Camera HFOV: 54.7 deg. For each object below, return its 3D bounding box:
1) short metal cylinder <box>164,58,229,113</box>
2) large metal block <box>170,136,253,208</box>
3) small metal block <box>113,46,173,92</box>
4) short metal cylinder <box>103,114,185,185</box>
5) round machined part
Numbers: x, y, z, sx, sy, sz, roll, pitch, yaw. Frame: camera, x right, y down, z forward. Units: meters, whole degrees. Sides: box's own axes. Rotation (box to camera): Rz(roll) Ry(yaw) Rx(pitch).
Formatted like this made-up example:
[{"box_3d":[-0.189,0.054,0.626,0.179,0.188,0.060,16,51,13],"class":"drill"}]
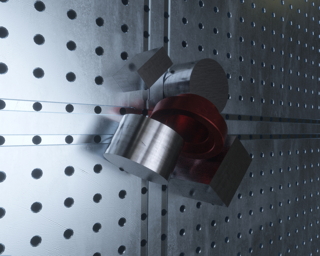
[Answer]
[{"box_3d":[0.052,-0.054,0.438,0.081,0.050,0.079,0,90,-40],"class":"short metal cylinder"},{"box_3d":[0.068,0.056,0.434,0.050,0.080,0.080,51,60,-28],"class":"large metal block"},{"box_3d":[-0.021,-0.070,0.377,0.050,0.050,0.025,-50,120,-29],"class":"small metal block"},{"box_3d":[-0.018,0.026,0.360,0.080,0.080,0.050,38,67,-34],"class":"short metal cylinder"},{"box_3d":[0.038,-0.006,0.396,0.098,0.098,0.042,49,49,-30],"class":"round machined part"}]
